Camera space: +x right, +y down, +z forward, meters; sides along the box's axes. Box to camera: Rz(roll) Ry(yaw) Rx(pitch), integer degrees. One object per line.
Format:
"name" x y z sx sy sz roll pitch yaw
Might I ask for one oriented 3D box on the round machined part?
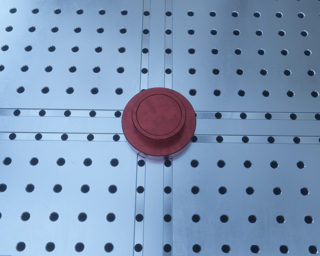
"round machined part" -0.001 -0.010 0.406 0.099 0.042 0.098 0 70 -1
